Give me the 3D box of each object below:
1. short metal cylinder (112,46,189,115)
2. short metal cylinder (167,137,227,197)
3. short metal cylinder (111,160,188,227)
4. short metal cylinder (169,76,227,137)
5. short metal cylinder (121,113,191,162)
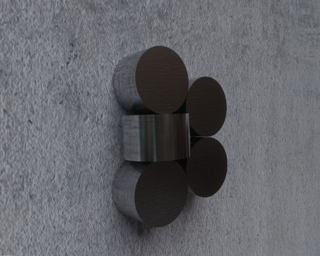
[{"bbox_3d":[-0.011,-0.056,0.380,0.081,0.050,0.080,-1,91,-39],"label":"short metal cylinder"},{"bbox_3d":[0.048,0.052,0.429,0.081,0.050,0.079,-1,91,-39],"label":"short metal cylinder"},{"bbox_3d":[-0.012,0.075,0.380,0.081,0.050,0.080,-1,91,-39],"label":"short metal cylinder"},{"bbox_3d":[0.047,-0.028,0.428,0.081,0.050,0.079,-1,91,-40],"label":"short metal cylinder"},{"bbox_3d":[-0.004,0.009,0.367,0.081,0.080,0.050,-4,93,-40],"label":"short metal cylinder"}]
